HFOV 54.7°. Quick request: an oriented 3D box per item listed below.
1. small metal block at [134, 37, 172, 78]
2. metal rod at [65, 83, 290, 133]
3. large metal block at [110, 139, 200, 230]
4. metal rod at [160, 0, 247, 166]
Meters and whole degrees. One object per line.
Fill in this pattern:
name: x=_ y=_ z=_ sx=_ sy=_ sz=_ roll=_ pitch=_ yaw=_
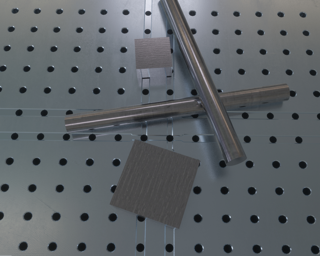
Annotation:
small metal block: x=-0.010 y=-0.102 z=0.449 sx=0.050 sy=0.025 sz=0.050 roll=-4 pitch=70 yaw=-2
metal rod: x=0.026 y=-0.028 z=0.421 sx=0.302 sy=0.025 sz=0.025 roll=-9 pitch=70 yaw=-4
large metal block: x=-0.004 y=0.069 z=0.373 sx=0.080 sy=0.050 sz=0.080 roll=18 pitch=71 yaw=6
metal rod: x=0.048 y=-0.089 z=0.424 sx=0.025 sy=0.025 sz=0.299 roll=-15 pitch=63 yaw=-5
